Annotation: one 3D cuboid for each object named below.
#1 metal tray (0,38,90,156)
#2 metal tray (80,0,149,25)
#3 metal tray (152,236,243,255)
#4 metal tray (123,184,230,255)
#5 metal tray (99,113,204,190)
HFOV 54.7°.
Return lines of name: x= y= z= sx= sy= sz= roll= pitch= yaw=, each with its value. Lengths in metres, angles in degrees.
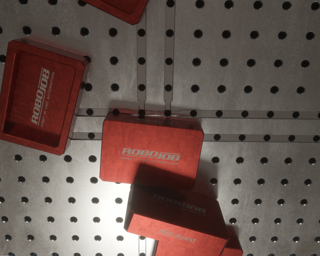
metal tray: x=-0.150 y=-0.037 z=0.394 sx=0.091 sy=0.030 sz=0.129 roll=17 pitch=109 yaw=-7
metal tray: x=-0.040 y=-0.192 z=0.339 sx=0.090 sy=0.030 sz=0.129 roll=24 pitch=108 yaw=-9
metal tray: x=0.054 y=0.209 z=0.489 sx=0.131 sy=0.030 sz=0.089 roll=10 pitch=110 yaw=-4
metal tray: x=0.021 y=0.117 z=0.422 sx=0.131 sy=0.090 sz=0.030 roll=18 pitch=109 yaw=-7
metal tray: x=-0.013 y=0.033 z=0.423 sx=0.131 sy=0.030 sz=0.089 roll=6 pitch=110 yaw=-3
